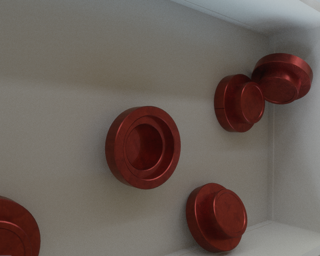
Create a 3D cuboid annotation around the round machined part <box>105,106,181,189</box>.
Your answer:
[{"bbox_3d":[-0.024,0.023,0.377,0.099,0.042,0.097,0,90,-40],"label":"round machined part"}]

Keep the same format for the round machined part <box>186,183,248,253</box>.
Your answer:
[{"bbox_3d":[0.088,0.127,0.450,0.099,0.042,0.098,21,54,-31],"label":"round machined part"}]

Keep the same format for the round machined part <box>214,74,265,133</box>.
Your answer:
[{"bbox_3d":[0.138,-0.041,0.514,0.099,0.042,0.097,0,90,-40],"label":"round machined part"}]

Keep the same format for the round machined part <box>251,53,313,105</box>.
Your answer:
[{"bbox_3d":[0.206,-0.078,0.533,0.098,0.098,0.042,46,57,-31],"label":"round machined part"}]

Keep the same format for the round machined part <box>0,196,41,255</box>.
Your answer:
[{"bbox_3d":[-0.153,0.110,0.268,0.099,0.042,0.097,0,90,-40],"label":"round machined part"}]
